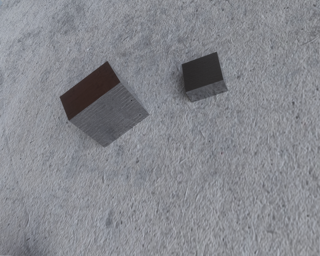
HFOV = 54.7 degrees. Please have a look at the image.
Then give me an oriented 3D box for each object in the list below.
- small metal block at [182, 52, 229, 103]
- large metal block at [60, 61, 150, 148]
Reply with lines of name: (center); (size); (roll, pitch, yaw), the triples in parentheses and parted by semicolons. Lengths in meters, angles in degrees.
small metal block: (0.060, -0.068, 0.414); (0.050, 0.025, 0.050); (-17, 55, 18)
large metal block: (-0.074, -0.030, 0.426); (0.080, 0.080, 0.050); (-36, 51, 4)
